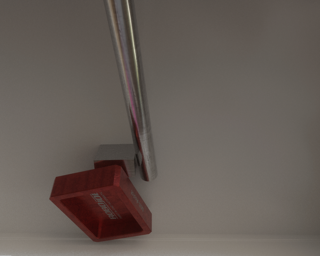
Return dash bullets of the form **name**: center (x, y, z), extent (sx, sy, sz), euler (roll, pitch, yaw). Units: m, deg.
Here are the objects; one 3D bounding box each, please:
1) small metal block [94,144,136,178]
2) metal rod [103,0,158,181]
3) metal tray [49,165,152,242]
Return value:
- **small metal block**: center (-0.057, 0.043, 0.413), extent (0.050, 0.050, 0.025), euler (-1, 110, 0)
- **metal rod**: center (-0.027, -0.037, 0.330), extent (0.025, 0.025, 0.298), euler (-5, 136, 1)
- **metal tray**: center (-0.073, 0.106, 0.414), extent (0.090, 0.030, 0.130), euler (-13, 134, 11)
